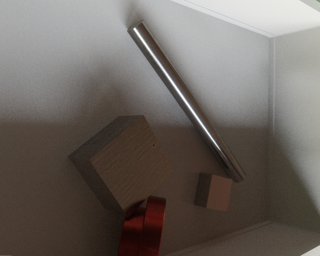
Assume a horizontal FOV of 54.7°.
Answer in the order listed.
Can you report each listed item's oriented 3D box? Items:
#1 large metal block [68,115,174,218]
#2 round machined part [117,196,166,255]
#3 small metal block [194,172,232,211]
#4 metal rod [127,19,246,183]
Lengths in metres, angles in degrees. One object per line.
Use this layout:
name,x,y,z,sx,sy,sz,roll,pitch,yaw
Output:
large metal block,-0.042,0.041,0.357,0.080,0.050,0.080,-42,116,-32
round machined part,-0.022,0.127,0.356,0.042,0.098,0.098,9,82,1
small metal block,0.083,0.099,0.479,0.050,0.025,0.050,20,77,-39
metal rod,0.051,-0.022,0.451,0.300,0.025,0.025,52,60,-28
